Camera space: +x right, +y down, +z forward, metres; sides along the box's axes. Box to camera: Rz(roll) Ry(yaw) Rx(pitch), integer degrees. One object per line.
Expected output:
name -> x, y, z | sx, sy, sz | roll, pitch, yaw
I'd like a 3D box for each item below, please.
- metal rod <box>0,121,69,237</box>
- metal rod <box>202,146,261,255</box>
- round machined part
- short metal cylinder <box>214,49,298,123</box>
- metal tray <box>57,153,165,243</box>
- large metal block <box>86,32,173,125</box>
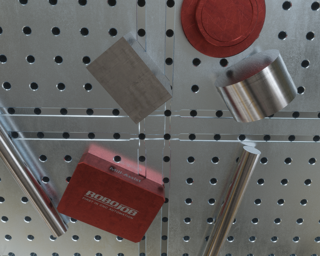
metal rod -> -0.209, 0.028, 0.420 | 0.025, 0.025, 0.299 | -22, 109, 7
metal rod -> 0.090, 0.166, 0.475 | 0.025, 0.025, 0.298 | 13, 109, -5
round machined part -> 0.073, -0.130, 0.357 | 0.099, 0.042, 0.097 | 0, 110, -1
short metal cylinder -> 0.112, -0.050, 0.367 | 0.080, 0.080, 0.050 | -30, 108, 10
metal tray -> -0.069, 0.103, 0.448 | 0.131, 0.030, 0.089 | 26, 108, -10
large metal block -> -0.032, -0.061, 0.361 | 0.050, 0.080, 0.080 | -37, 106, 12
